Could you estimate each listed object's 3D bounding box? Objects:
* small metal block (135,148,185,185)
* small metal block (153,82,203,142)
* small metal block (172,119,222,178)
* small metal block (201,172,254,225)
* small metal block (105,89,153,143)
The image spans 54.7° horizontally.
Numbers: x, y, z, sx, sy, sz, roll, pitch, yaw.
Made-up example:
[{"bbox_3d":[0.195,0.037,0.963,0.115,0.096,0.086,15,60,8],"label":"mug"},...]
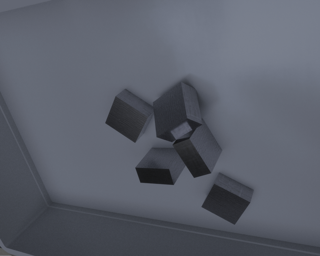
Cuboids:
[{"bbox_3d":[0.003,0.051,0.421,0.050,0.050,0.025,-2,118,28],"label":"small metal block"},{"bbox_3d":[0.019,-0.018,0.367,0.025,0.050,0.050,20,141,-38],"label":"small metal block"},{"bbox_3d":[0.048,0.024,0.382,0.025,0.050,0.050,-24,106,36],"label":"small metal block"},{"bbox_3d":[0.091,0.096,0.419,0.050,0.025,0.050,27,128,11],"label":"small metal block"},{"bbox_3d":[-0.040,-0.016,0.418,0.050,0.025,0.050,33,129,6],"label":"small metal block"}]
